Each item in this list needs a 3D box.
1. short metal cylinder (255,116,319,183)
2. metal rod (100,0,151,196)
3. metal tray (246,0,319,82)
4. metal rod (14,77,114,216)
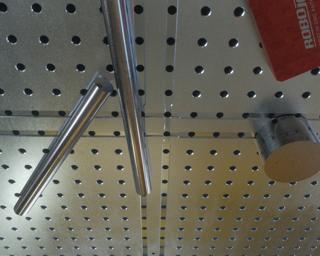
[{"bbox_3d":[0.177,0.030,0.423,0.081,0.050,0.079,0,130,0],"label":"short metal cylinder"},{"bbox_3d":[-0.036,-0.015,0.398,0.025,0.025,0.298,-3,130,2],"label":"metal rod"},{"bbox_3d":[0.141,-0.118,0.310,0.090,0.030,0.130,-23,127,17],"label":"metal tray"},{"bbox_3d":[-0.150,0.043,0.446,0.025,0.025,0.298,27,125,-22],"label":"metal rod"}]
